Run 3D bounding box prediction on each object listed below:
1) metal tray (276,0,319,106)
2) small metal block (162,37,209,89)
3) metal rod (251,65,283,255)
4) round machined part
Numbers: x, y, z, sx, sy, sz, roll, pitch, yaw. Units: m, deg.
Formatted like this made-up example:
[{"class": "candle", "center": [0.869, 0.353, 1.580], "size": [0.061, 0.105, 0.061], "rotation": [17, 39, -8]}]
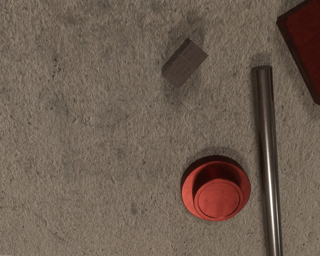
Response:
[{"class": "metal tray", "center": [0.212, -0.098, 0.374], "size": [0.090, 0.030, 0.130], "rotation": [-31, 108, 10]}, {"class": "small metal block", "center": [0.028, -0.078, 0.368], "size": [0.025, 0.050, 0.050], "rotation": [38, 105, -13]}, {"class": "metal rod", "center": [0.153, 0.063, 0.435], "size": [0.025, 0.025, 0.298], "rotation": [-10, 110, 3]}, {"class": "round machined part", "center": [0.079, 0.091, 0.435], "size": [0.099, 0.042, 0.097], "rotation": [0, 110, -1]}]
